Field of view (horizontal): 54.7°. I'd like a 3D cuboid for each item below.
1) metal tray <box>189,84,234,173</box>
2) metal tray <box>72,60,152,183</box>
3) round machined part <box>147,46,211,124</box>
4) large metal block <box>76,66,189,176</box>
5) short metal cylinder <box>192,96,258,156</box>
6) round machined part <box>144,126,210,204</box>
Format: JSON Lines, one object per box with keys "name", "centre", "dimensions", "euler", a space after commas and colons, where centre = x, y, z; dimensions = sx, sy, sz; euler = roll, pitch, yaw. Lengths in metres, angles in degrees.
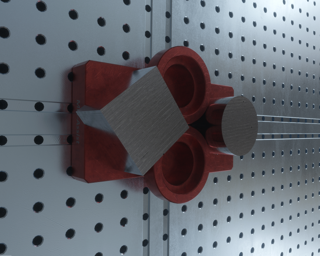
{"name": "metal tray", "centre": [0.070, 0.000, 0.462], "dimensions": [0.091, 0.030, 0.129], "euler": [1, 90, -40]}
{"name": "metal tray", "centre": [-0.053, -0.007, 0.361], "dimensions": [0.091, 0.030, 0.129], "euler": [1, 90, -41]}
{"name": "round machined part", "centre": [0.018, -0.053, 0.401], "dimensions": [0.099, 0.042, 0.097], "euler": [0, 90, -40]}
{"name": "large metal block", "centre": [-0.026, -0.008, 0.331], "dimensions": [0.080, 0.050, 0.080], "euler": [-44, 117, -31]}
{"name": "short metal cylinder", "centre": [0.091, -0.003, 0.429], "dimensions": [0.081, 0.050, 0.079], "euler": [0, 90, -40]}
{"name": "round machined part", "centre": [0.017, 0.045, 0.400], "dimensions": [0.099, 0.042, 0.097], "euler": [0, 90, -40]}
